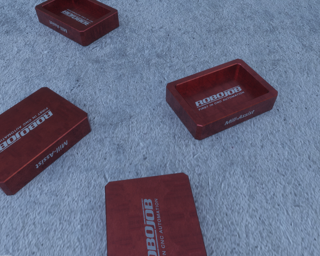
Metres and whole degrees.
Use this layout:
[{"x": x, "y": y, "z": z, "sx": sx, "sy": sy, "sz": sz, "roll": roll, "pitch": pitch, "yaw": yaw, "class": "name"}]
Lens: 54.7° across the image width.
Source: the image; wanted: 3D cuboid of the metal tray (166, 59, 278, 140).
[{"x": 0.085, "y": -0.045, "z": 0.437, "sx": 0.131, "sy": 0.030, "sz": 0.090, "roll": -22, "pitch": 53, "yaw": -18, "class": "metal tray"}]

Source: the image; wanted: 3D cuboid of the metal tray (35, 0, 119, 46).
[{"x": -0.152, "y": -0.207, "z": 0.572, "sx": 0.130, "sy": 0.030, "sz": 0.090, "roll": 32, "pitch": 57, "yaw": 24, "class": "metal tray"}]

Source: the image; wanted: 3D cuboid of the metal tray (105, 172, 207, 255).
[{"x": -0.005, "y": 0.111, "z": 0.306, "sx": 0.091, "sy": 0.030, "sz": 0.130, "roll": -6, "pitch": 50, "yaw": -6, "class": "metal tray"}]

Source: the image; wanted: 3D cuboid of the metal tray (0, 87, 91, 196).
[{"x": -0.165, "y": 0.010, "z": 0.390, "sx": 0.090, "sy": 0.030, "sz": 0.131, "roll": 31, "pitch": 56, "yaw": 23, "class": "metal tray"}]
